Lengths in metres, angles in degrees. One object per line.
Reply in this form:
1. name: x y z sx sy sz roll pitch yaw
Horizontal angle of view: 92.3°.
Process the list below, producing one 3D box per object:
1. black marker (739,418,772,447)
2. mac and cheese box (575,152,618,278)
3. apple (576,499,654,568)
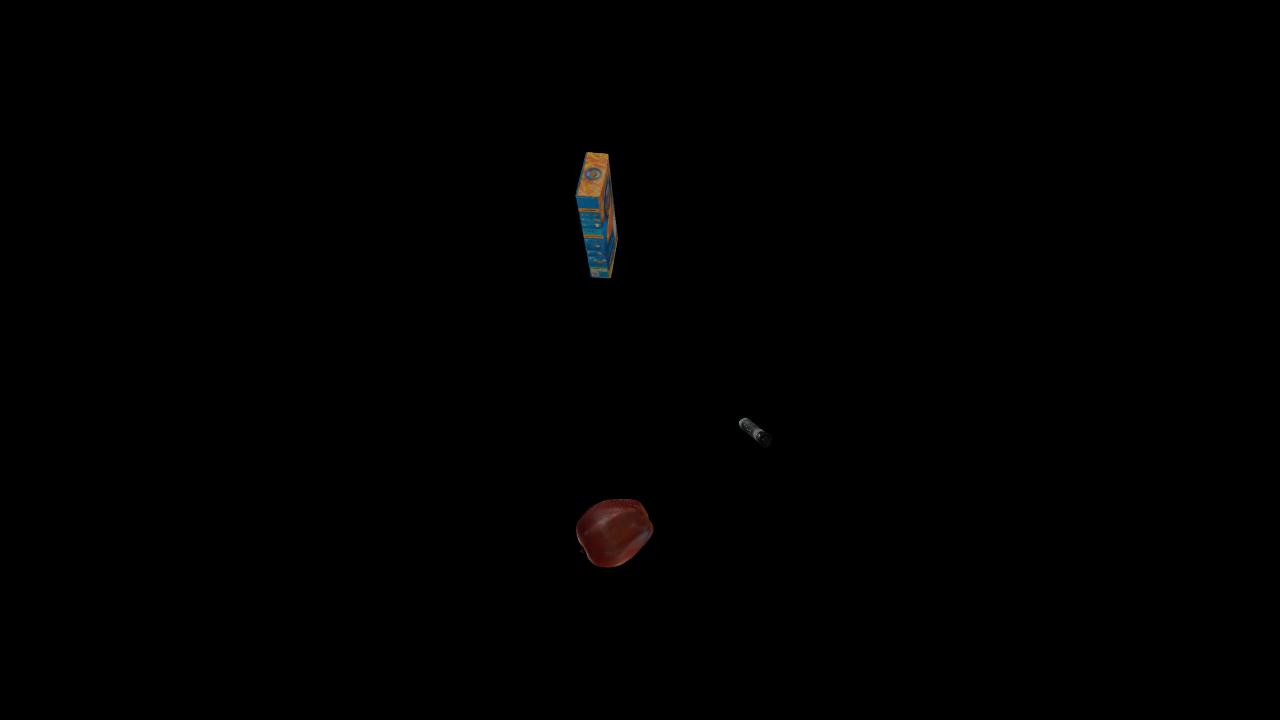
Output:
1. black marker: 0.166 0.103 0.885 0.020 0.020 0.121 0 5 -5
2. mac and cheese box: -0.065 -0.222 0.967 0.041 0.093 0.184 6 -30 6
3. apple: -0.032 0.209 0.747 0.093 0.079 0.079 -28 0 0
